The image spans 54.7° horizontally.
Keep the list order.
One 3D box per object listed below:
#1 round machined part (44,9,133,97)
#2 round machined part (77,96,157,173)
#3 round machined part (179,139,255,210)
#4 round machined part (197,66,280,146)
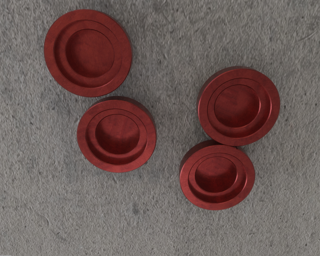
[{"bbox_3d":[-0.081,-0.089,0.367,0.099,0.042,0.097,0,110,0],"label":"round machined part"},{"bbox_3d":[-0.053,0.005,0.402,0.099,0.042,0.097,0,110,0],"label":"round machined part"},{"bbox_3d":[0.075,0.059,0.423,0.099,0.042,0.097,0,111,0],"label":"round machined part"},{"bbox_3d":[0.095,-0.030,0.390,0.099,0.042,0.097,0,110,0],"label":"round machined part"}]
